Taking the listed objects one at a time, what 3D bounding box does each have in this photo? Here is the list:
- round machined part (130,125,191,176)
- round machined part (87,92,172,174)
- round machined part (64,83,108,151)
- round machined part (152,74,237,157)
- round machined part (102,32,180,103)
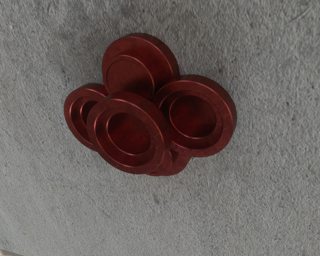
[{"bbox_3d":[-0.007,0.026,0.415,0.098,0.042,0.097,13,124,20],"label":"round machined part"},{"bbox_3d":[-0.031,0.002,0.359,0.098,0.042,0.097,13,124,20],"label":"round machined part"},{"bbox_3d":[-0.079,-0.017,0.427,0.098,0.042,0.097,13,124,20],"label":"round machined part"},{"bbox_3d":[0.042,-0.017,0.364,0.098,0.042,0.097,13,124,20],"label":"round machined part"},{"bbox_3d":[-0.029,-0.061,0.373,0.098,0.042,0.097,13,124,20],"label":"round machined part"}]
